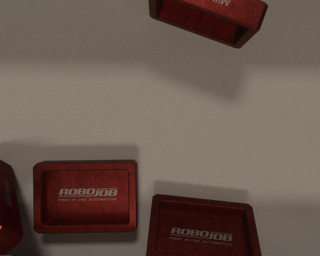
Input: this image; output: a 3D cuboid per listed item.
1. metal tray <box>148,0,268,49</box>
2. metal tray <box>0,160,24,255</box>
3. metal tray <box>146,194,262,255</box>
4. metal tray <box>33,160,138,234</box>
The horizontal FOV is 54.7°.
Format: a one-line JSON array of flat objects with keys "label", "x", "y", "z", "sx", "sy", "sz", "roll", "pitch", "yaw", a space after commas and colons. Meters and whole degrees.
[{"label": "metal tray", "x": 0.053, "y": -0.143, "z": 0.379, "sx": 0.131, "sy": 0.090, "sz": 0.030, "roll": 20, "pitch": 90, "yaw": -1}, {"label": "metal tray", "x": -0.214, "y": 0.104, "z": 0.363, "sx": 0.090, "sy": 0.130, "sz": 0.030, "roll": -40, "pitch": 134, "yaw": -1}, {"label": "metal tray", "x": 0.051, "y": 0.132, "z": 0.380, "sx": 0.131, "sy": 0.090, "sz": 0.030, "roll": 6, "pitch": 130, "yaw": -1}, {"label": "metal tray", "x": -0.095, "y": 0.089, "z": 0.407, "sx": 0.131, "sy": 0.030, "sz": 0.089, "roll": -1, "pitch": 90, "yaw": -1}]
